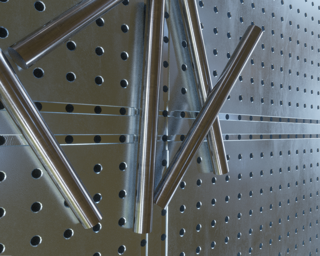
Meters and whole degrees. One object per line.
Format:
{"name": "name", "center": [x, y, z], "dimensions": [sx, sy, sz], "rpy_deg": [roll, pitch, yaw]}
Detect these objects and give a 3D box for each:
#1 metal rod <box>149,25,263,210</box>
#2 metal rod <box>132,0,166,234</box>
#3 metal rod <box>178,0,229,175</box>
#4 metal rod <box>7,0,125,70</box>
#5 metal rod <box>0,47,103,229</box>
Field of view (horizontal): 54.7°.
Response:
{"name": "metal rod", "center": [0.071, -0.024, 0.442], "dimensions": [0.025, 0.025, 0.300], "rpy_deg": [39, 75, -34]}
{"name": "metal rod", "center": [-0.014, -0.019, 0.399], "dimensions": [0.025, 0.025, 0.298], "rpy_deg": [6, 87, -40]}
{"name": "metal rod", "center": [0.064, -0.073, 0.465], "dimensions": [0.025, 0.025, 0.298], "rpy_deg": [-22, 104, -38]}
{"name": "metal rod", "center": [-0.049, -0.164, 0.369], "dimensions": [0.301, 0.025, 0.025], "rpy_deg": [-48, 119, -29]}
{"name": "metal rod", "center": [-0.135, -0.023, 0.296], "dimensions": [0.025, 0.025, 0.299], "rpy_deg": [-39, 114, -33]}
